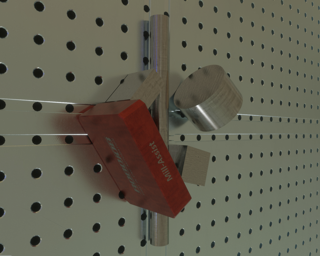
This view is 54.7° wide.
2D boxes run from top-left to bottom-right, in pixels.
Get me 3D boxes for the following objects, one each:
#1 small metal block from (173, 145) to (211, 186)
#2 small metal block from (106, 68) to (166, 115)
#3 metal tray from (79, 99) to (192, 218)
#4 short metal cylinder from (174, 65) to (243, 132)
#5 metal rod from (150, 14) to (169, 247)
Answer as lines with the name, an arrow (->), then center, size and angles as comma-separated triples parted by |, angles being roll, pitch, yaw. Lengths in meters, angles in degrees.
small metal block -> 0.043, 0.054, 0.449 | 0.050, 0.025, 0.050 | 19, 78, -39
small metal block -> -0.029, -0.042, 0.369 | 0.025, 0.050, 0.050 | 49, 61, -29
metal tray -> -0.028, 0.034, 0.344 | 0.030, 0.090, 0.129 | -40, 115, -33
short metal cylinder -> 0.067, -0.041, 0.431 | 0.050, 0.080, 0.080 | 46, 63, -31
metal rod -> -0.001, 0.003, 0.410 | 0.025, 0.025, 0.298 | 0, 90, -40
